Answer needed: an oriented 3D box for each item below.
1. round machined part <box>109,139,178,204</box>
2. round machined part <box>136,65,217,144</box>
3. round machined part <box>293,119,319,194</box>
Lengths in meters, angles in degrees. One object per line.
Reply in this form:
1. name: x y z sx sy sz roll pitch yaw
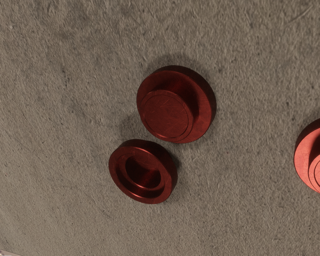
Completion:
1. round machined part: -0.020 0.057 0.440 0.098 0.042 0.097 13 124 20
2. round machined part: 0.015 -0.022 0.373 0.098 0.042 0.097 13 124 20
3. round machined part: 0.190 0.037 0.318 0.098 0.042 0.097 13 124 20
